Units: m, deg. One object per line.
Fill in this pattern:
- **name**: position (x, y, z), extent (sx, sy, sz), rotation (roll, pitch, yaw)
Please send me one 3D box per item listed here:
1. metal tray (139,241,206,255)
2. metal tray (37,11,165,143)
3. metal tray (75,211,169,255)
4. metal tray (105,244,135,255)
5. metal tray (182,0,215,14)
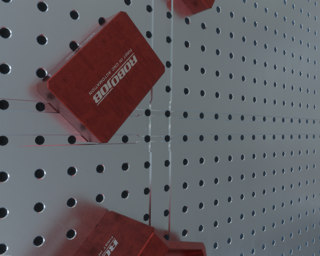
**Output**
- **metal tray**: position (0.023, 0.188, 0.378), extent (0.130, 0.030, 0.090), rotation (31, 44, -53)
- **metal tray**: position (-0.060, -0.058, 0.355), extent (0.090, 0.030, 0.130), rotation (51, 60, -28)
- **metal tray**: position (-0.060, 0.154, 0.316), extent (0.130, 0.090, 0.030), rotation (-52, 120, -27)
- **metal tray**: position (-0.033, 0.210, 0.370), extent (0.130, 0.030, 0.090), rotation (50, 60, -34)
- **metal tray**: position (0.037, -0.240, 0.435), extent (0.130, 0.030, 0.090), rotation (36, 68, -34)
